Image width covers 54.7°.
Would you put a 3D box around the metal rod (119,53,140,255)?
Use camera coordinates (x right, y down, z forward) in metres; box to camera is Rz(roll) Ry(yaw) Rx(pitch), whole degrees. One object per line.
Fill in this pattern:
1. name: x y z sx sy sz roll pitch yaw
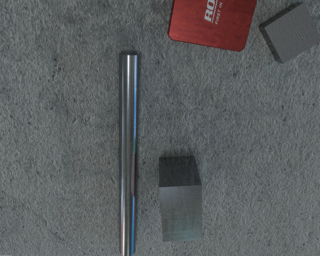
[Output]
1. metal rod: -0.044 0.050 0.427 0.025 0.025 0.298 2 110 -1

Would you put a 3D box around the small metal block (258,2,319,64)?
1. small metal block: 0.155 -0.113 0.370 0.050 0.025 0.050 -32 107 10

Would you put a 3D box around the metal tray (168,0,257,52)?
1. metal tray: 0.064 -0.159 0.349 0.091 0.030 0.129 9 110 -4

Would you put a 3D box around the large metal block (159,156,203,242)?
1. large metal block: 0.026 0.092 0.415 0.050 0.080 0.079 -3 110 1
